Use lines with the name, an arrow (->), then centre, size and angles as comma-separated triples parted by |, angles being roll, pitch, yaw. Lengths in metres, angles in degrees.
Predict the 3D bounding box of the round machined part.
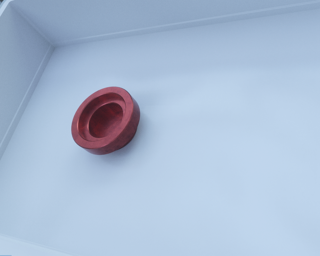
round machined part -> -0.071, -0.006, 0.434 | 0.098, 0.042, 0.098 | -13, 56, 20
